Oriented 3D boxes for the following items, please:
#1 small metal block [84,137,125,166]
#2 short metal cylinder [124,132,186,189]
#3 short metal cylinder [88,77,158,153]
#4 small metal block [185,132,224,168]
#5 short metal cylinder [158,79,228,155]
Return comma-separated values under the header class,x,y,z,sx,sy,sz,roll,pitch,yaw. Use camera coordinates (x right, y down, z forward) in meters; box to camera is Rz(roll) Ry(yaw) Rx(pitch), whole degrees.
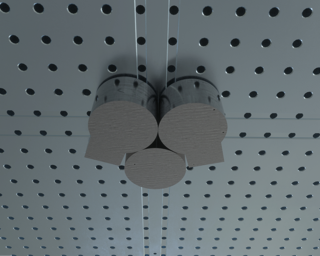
class,x,y,z,sx,sy,sz,roll,pitch,yaw
small metal block,-0.071,0.021,0.424,0.050,0.025,0.050,16,128,-14
short metal cylinder,-0.006,0.039,0.423,0.081,0.050,0.079,0,130,0
short metal cylinder,-0.043,-0.015,0.377,0.081,0.050,0.079,0,130,0
small metal block,0.059,0.025,0.430,0.050,0.025,0.050,-11,130,9
short metal cylinder,0.038,-0.013,0.380,0.081,0.050,0.079,0,130,0
